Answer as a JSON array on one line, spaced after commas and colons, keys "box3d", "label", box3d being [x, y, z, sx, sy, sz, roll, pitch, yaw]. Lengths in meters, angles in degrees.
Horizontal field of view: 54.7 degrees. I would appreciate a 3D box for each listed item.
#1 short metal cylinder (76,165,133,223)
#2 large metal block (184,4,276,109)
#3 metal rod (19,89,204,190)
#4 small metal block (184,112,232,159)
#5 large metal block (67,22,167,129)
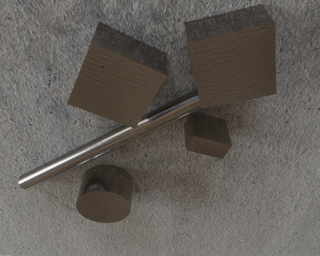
[{"box3d": [-0.083, 0.102, 0.477, 0.081, 0.050, 0.079, 0, 130, 0], "label": "short metal cylinder"}, {"box3d": [0.075, -0.074, 0.329, 0.080, 0.050, 0.080, -11, 130, 9], "label": "large metal block"}, {"box3d": [-0.078, 0.023, 0.426, 0.300, 0.025, 0.025, -25, 126, 19], "label": "metal rod"}, {"box3d": [0.060, 0.008, 0.399, 0.050, 0.050, 0.025, 15, 129, -12], "label": "small metal block"}, {"box3d": [-0.047, -0.056, 0.343, 0.080, 0.050, 0.080, 21, 127, -17], "label": "large metal block"}]
